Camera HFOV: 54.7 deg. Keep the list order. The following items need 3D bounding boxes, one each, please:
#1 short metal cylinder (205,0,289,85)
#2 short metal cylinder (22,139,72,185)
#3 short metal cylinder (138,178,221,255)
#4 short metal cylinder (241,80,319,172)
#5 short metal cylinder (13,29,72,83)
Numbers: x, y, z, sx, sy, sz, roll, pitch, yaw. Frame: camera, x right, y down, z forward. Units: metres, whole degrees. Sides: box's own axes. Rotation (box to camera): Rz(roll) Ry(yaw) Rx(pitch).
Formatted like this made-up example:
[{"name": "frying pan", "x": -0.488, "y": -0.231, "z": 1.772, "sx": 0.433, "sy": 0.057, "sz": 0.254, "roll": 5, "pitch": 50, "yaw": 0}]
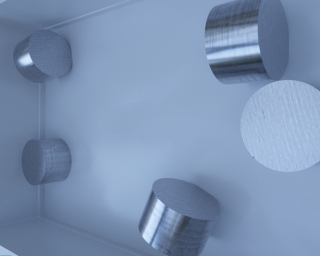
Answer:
[{"name": "short metal cylinder", "x": 0.086, "y": -0.084, "z": 0.299, "sx": 0.050, "sy": 0.081, "sz": 0.079, "roll": 1, "pitch": 91, "yaw": 40}, {"name": "short metal cylinder", "x": -0.204, "y": 0.059, "z": 0.555, "sx": 0.080, "sy": 0.050, "sz": 0.079, "roll": 0, "pitch": 90, "yaw": 39}, {"name": "short metal cylinder", "x": 0.022, "y": 0.099, "z": 0.352, "sx": 0.080, "sy": 0.081, "sz": 0.050, "roll": 31, "pitch": 109, "yaw": 35}, {"name": "short metal cylinder", "x": 0.124, "y": -0.002, "z": 0.288, "sx": 0.080, "sy": 0.050, "sz": 0.079, "roll": 0, "pitch": 90, "yaw": 39}, {"name": "short metal cylinder", "x": -0.201, "y": -0.122, "z": 0.533, "sx": 0.050, "sy": 0.081, "sz": 0.080, "roll": -10, "pitch": 84, "yaw": 39}]
